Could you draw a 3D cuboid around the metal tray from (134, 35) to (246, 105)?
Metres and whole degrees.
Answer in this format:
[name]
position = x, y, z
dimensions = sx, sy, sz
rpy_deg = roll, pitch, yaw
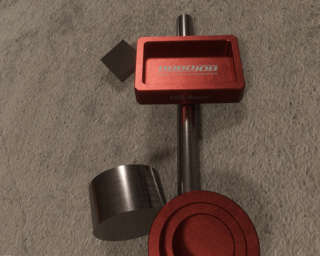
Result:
[metal tray]
position = 0.036, -0.076, 0.396
dimensions = 0.131, 0.030, 0.090
rpy_deg = -1, 59, 2

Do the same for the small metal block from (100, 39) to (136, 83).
[small metal block]
position = -0.060, -0.109, 0.500
dimensions = 0.050, 0.025, 0.050
rpy_deg = -43, 51, -2

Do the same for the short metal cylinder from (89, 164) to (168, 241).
[short metal cylinder]
position = -0.034, 0.082, 0.335
dimensions = 0.080, 0.080, 0.050
rpy_deg = -26, 53, 12

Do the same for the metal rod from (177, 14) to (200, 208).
[metal rod]
position = 0.035, -0.040, 0.408
dimensions = 0.025, 0.025, 0.299
rpy_deg = -12, 57, 21

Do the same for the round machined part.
[round machined part]
position = 0.042, 0.110, 0.291
dimensions = 0.098, 0.042, 0.098
rpy_deg = -4, 73, 12
